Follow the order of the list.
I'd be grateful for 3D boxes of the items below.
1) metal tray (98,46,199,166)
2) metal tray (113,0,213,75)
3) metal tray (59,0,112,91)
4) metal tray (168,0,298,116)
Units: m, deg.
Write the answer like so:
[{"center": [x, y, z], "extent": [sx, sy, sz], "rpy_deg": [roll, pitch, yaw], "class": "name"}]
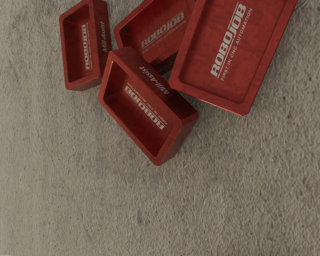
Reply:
[{"center": [-0.021, -0.027, 0.385], "extent": [0.130, 0.030, 0.089], "rpy_deg": [47, 139, 18], "class": "metal tray"}, {"center": [0.001, -0.123, 0.400], "extent": [0.130, 0.030, 0.090], "rpy_deg": [-28, 73, 36], "class": "metal tray"}, {"center": [-0.120, -0.132, 0.500], "extent": [0.090, 0.030, 0.129], "rpy_deg": [-12, 83, 39], "class": "metal tray"}, {"center": [0.073, -0.088, 0.319], "extent": [0.090, 0.030, 0.129], "rpy_deg": [23, 106, 12], "class": "metal tray"}]
